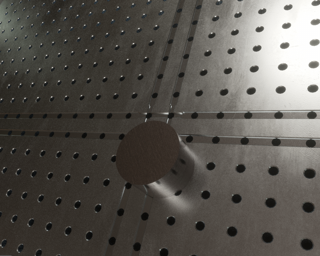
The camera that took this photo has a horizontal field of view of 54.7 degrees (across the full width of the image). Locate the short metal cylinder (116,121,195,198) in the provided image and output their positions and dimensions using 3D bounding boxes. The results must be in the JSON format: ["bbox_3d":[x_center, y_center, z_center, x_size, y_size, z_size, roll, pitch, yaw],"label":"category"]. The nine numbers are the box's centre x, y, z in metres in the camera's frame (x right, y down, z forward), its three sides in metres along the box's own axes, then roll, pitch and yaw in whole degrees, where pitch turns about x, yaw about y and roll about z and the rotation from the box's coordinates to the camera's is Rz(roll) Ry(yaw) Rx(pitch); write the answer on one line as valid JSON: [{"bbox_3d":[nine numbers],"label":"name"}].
[{"bbox_3d":[-0.005,0.038,0.370,0.080,0.050,0.080,-13,56,20],"label":"short metal cylinder"}]
